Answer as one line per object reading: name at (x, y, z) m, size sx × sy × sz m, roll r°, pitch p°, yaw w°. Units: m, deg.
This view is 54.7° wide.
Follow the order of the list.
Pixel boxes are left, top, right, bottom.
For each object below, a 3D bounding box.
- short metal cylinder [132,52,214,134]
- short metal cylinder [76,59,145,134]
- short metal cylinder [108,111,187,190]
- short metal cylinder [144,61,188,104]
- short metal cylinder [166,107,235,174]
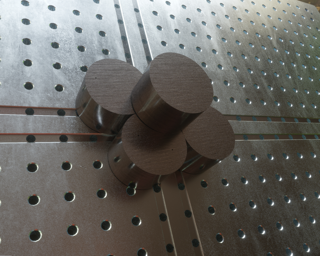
short metal cylinder at (0.014, -0.040, 0.359) m, size 0.081 × 0.050 × 0.080 m, roll 14°, pitch 57°, yaw -22°
short metal cylinder at (-0.059, -0.039, 0.384) m, size 0.081 × 0.050 × 0.080 m, roll 14°, pitch 56°, yaw -21°
short metal cylinder at (-0.015, 0.027, 0.368) m, size 0.081 × 0.050 × 0.080 m, roll 14°, pitch 56°, yaw -21°
short metal cylinder at (0.009, -0.051, 0.429) m, size 0.081 × 0.050 × 0.080 m, roll 14°, pitch 56°, yaw -21°
short metal cylinder at (0.051, 0.015, 0.412) m, size 0.081 × 0.050 × 0.080 m, roll 14°, pitch 56°, yaw -21°
